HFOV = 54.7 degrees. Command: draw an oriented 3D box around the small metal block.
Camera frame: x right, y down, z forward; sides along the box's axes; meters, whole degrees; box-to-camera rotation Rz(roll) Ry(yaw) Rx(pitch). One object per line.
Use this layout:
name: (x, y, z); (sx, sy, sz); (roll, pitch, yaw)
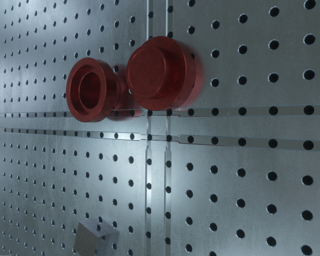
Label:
small metal block: (-0.111, 0.183, 0.501); (0.050, 0.025, 0.050); (22, 104, 37)

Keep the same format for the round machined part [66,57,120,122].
round machined part: (-0.100, -0.057, 0.481); (0.098, 0.042, 0.097); (0, 90, 40)

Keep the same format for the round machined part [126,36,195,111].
round machined part: (-0.006, -0.071, 0.404); (0.098, 0.042, 0.097); (0, 90, 40)
